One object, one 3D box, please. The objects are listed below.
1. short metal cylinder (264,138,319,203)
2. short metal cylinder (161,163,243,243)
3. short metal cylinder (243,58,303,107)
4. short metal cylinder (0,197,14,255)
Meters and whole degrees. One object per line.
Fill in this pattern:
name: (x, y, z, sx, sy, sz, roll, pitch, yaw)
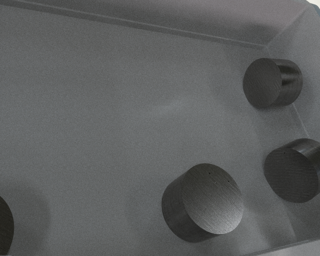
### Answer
short metal cylinder: (0.198, 0.059, 0.440, 0.050, 0.080, 0.080, -17, 71, -35)
short metal cylinder: (0.049, 0.088, 0.362, 0.081, 0.050, 0.080, 14, 56, -21)
short metal cylinder: (0.186, -0.075, 0.516, 0.050, 0.080, 0.080, -4, 64, -30)
short metal cylinder: (-0.162, 0.090, 0.247, 0.081, 0.050, 0.080, 14, 56, -21)
